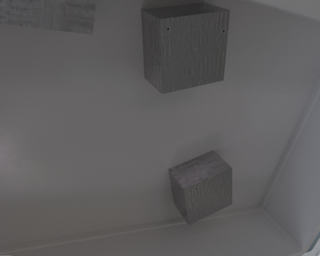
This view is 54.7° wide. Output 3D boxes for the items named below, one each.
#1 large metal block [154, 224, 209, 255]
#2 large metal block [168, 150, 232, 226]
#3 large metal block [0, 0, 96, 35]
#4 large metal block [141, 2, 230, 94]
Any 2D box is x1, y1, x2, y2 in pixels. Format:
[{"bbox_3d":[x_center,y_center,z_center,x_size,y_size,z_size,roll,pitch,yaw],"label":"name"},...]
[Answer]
[{"bbox_3d":[0.043,0.234,0.563,0.081,0.050,0.080,-24,127,-14],"label":"large metal block"},{"bbox_3d":[0.065,0.093,0.485,0.081,0.050,0.080,-21,127,-16],"label":"large metal block"},{"bbox_3d":[-0.101,-0.114,0.247,0.081,0.080,0.050,-2,119,-28],"label":"large metal block"},{"bbox_3d":[0.027,-0.092,0.350,0.081,0.050,0.079,-15,125,-20],"label":"large metal block"}]
